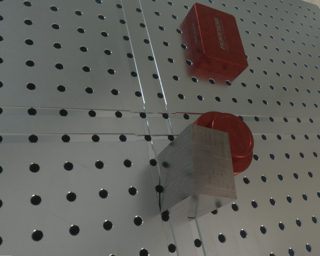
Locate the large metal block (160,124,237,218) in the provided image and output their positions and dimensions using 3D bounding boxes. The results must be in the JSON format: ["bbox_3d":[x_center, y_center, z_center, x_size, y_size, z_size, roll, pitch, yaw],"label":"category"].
[{"bbox_3d":[0.040,0.053,0.362,0.050,0.080,0.080,13,57,-21],"label":"large metal block"}]

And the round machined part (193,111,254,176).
[{"bbox_3d":[0.091,0.018,0.435,0.099,0.042,0.098,14,56,-21],"label":"round machined part"}]

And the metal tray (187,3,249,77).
[{"bbox_3d":[0.101,-0.159,0.556,0.091,0.030,0.130,9,58,-24],"label":"metal tray"}]
